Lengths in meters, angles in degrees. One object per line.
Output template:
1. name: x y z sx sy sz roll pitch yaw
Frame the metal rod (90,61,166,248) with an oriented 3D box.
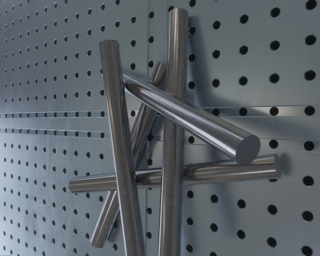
1. metal rod: -0.045 0.049 0.447 0.025 0.025 0.298 34 111 35

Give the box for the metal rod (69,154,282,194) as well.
1. metal rod: -0.005 0.063 0.392 0.300 0.025 0.025 -11 83 32

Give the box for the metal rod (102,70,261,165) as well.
1. metal rod: -0.005 -0.034 0.355 0.300 0.025 0.025 35 113 54

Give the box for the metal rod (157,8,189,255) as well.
1. metal rod: 0.017 0.002 0.360 0.025 0.025 0.299 -7 74 40

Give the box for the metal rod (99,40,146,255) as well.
1. metal rod: -0.045 0.039 0.386 0.025 0.025 0.299 -11 85 39
